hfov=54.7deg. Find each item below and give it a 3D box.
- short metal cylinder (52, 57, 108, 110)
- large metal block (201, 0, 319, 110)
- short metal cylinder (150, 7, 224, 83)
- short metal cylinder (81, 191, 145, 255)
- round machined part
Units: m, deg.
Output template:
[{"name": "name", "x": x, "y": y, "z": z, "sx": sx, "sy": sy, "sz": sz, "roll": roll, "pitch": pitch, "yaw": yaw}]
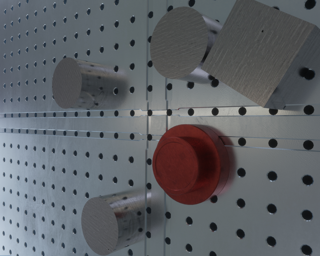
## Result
[{"name": "short metal cylinder", "x": -0.130, "y": -0.070, "z": 0.500, "sx": 0.080, "sy": 0.050, "sz": 0.079, "roll": 0, "pitch": 90, "yaw": 40}, {"name": "large metal block", "x": 0.102, "y": -0.074, "z": 0.309, "sx": 0.080, "sy": 0.050, "sz": 0.079, "roll": 41, "pitch": 115, "yaw": 32}, {"name": "short metal cylinder", "x": 0.035, "y": -0.094, "z": 0.364, "sx": 0.080, "sy": 0.050, "sz": 0.079, "roll": 0, "pitch": 90, "yaw": 40}, {"name": "short metal cylinder", "x": -0.069, "y": 0.136, "z": 0.450, "sx": 0.080, "sy": 0.050, "sz": 0.079, "roll": 0, "pitch": 90, "yaw": 40}, {"name": "round machined part", "x": 0.029, "y": 0.044, "z": 0.374, "sx": 0.098, "sy": 0.042, "sz": 0.097, "roll": 0, "pitch": 90, "yaw": 40}]
